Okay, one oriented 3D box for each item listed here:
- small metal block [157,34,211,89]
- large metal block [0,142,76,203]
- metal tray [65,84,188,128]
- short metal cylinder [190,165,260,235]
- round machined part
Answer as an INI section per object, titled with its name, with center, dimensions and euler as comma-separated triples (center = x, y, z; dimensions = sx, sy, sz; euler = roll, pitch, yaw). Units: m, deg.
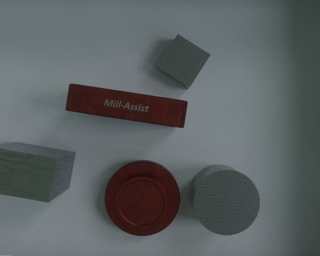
[small metal block]
center = 0.031, -0.087, 0.412
dimensions = 0.050, 0.025, 0.050
euler = 32, 90, -1
[large metal block]
center = -0.159, 0.051, 0.382
dimensions = 0.080, 0.080, 0.050
euler = 10, 90, -1
[metal tray]
center = -0.036, -0.024, 0.378
dimensions = 0.131, 0.090, 0.030
euler = 9, 90, -1
[short metal cylinder]
center = 0.081, 0.090, 0.400
dimensions = 0.081, 0.050, 0.079
euler = 0, 90, -1
[round machined part]
center = -0.023, 0.093, 0.403
dimensions = 0.099, 0.042, 0.097
euler = 0, 90, -1
